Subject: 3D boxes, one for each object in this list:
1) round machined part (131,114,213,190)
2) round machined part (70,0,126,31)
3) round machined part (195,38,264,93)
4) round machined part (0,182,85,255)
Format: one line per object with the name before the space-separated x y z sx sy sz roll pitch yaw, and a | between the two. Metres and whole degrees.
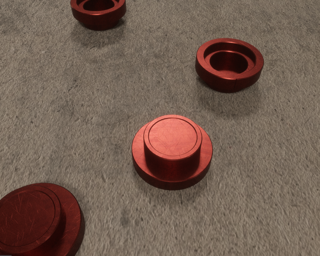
round machined part | 0.015 0.022 0.374 0.099 0.042 0.098 0 50 0
round machined part | -0.112 -0.217 0.573 0.099 0.042 0.098 0 50 0
round machined part | 0.102 -0.091 0.470 0.099 0.042 0.098 0 50 0
round machined part | -0.129 0.097 0.309 0.099 0.042 0.098 0 50 0
